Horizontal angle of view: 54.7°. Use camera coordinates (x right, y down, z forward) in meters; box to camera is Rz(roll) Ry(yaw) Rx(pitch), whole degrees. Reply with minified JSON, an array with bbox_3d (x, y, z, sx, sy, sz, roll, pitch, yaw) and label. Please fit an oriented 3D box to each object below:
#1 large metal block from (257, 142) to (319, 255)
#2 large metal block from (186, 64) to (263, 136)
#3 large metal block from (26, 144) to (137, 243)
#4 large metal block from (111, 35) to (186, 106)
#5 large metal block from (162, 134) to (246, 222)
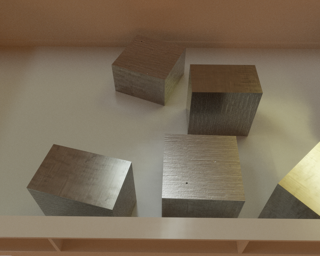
[{"bbox_3d":[0.152,0.069,0.312,0.080,0.080,0.050,-34,58,-25],"label":"large metal block"},{"bbox_3d":[0.077,-0.034,0.398,0.080,0.080,0.050,1,50,0],"label":"large metal block"},{"bbox_3d":[-0.072,0.067,0.312,0.080,0.080,0.050,12,51,9],"label":"large metal block"},{"bbox_3d":[-0.014,-0.088,0.462,0.080,0.050,0.080,18,52,15],"label":"large metal block"},{"bbox_3d":[0.044,0.054,0.343,0.080,0.050,0.080,2,50,1],"label":"large metal block"}]
